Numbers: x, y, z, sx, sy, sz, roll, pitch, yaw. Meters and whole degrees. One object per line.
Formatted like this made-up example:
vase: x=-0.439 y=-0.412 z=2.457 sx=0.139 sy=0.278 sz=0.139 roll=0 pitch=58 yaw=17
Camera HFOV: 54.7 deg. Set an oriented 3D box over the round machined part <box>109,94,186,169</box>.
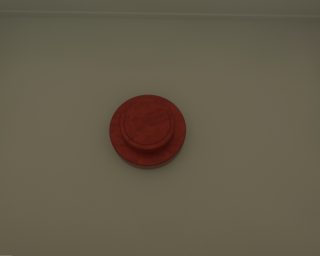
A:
round machined part: x=-0.016 y=0.001 z=0.396 sx=0.099 sy=0.042 sz=0.098 roll=0 pitch=70 yaw=-1
